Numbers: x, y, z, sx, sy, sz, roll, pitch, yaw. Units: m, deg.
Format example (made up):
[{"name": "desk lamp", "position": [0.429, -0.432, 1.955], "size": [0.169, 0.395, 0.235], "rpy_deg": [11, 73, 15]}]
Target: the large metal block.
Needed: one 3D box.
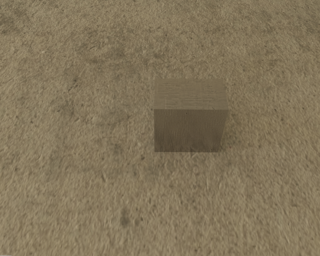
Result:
[{"name": "large metal block", "position": [0.034, -0.014, 0.379], "size": [0.081, 0.080, 0.050], "rpy_deg": [0, 50, 0]}]
